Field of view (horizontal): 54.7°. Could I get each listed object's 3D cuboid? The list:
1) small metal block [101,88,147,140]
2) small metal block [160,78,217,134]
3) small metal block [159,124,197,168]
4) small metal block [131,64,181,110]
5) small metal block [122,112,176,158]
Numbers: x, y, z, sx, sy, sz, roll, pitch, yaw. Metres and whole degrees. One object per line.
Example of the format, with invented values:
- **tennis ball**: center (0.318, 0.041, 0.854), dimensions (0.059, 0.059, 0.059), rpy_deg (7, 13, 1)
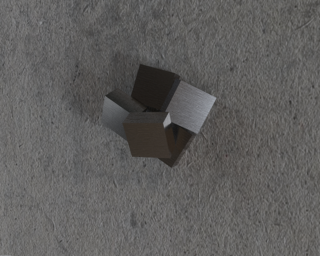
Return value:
- **small metal block**: center (-0.049, -0.017, 0.414), dimensions (0.050, 0.025, 0.050), rpy_deg (35, 137, 15)
- **small metal block**: center (0.034, -0.028, 0.386), dimensions (0.050, 0.025, 0.050), rpy_deg (24, 99, -16)
- **small metal block**: center (0.011, 0.016, 0.406), dimensions (0.050, 0.025, 0.050), rpy_deg (34, 101, 16)
- **small metal block**: center (-0.006, -0.053, 0.412), dimensions (0.050, 0.025, 0.050), rpy_deg (18, 96, 18)
- **small metal block**: center (-0.012, 0.008, 0.375), dimensions (0.050, 0.025, 0.050), rpy_deg (0, 123, 19)
